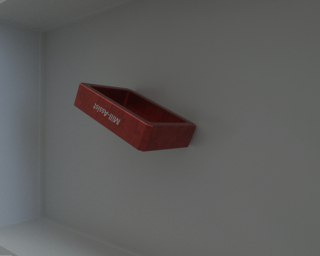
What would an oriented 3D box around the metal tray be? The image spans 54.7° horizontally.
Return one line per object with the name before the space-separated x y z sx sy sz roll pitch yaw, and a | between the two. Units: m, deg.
metal tray | -0.032 -0.016 0.384 0.130 0.091 0.030 31 109 35
